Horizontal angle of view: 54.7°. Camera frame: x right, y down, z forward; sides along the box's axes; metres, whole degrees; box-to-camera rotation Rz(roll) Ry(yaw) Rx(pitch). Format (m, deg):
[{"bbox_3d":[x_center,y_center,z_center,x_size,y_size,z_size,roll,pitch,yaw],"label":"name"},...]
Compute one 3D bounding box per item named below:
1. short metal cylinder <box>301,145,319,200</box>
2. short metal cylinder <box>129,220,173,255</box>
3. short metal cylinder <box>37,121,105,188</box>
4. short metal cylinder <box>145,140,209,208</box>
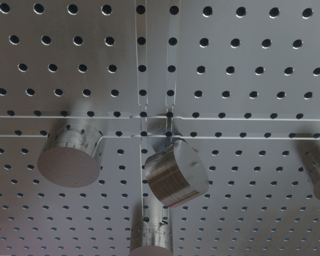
[{"bbox_3d":[0.257,0.065,0.453,0.081,0.050,0.079,0,130,0],"label":"short metal cylinder"},{"bbox_3d":[-0.016,0.218,0.580,0.081,0.050,0.079,0,130,0],"label":"short metal cylinder"},{"bbox_3d":[-0.120,0.037,0.426,0.081,0.050,0.079,0,130,0],"label":"short metal cylinder"},{"bbox_3d":[0.024,0.063,0.430,0.050,0.080,0.080,-33,123,24],"label":"short metal cylinder"}]
